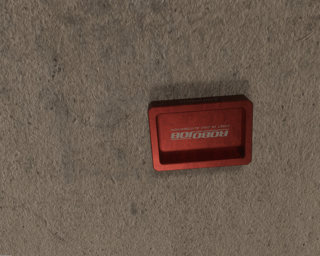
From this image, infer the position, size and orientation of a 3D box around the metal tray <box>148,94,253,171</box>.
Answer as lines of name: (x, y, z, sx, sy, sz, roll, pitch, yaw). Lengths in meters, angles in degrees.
metal tray: (0.053, 0.007, 0.410, 0.131, 0.030, 0.089, -4, 110, 1)
